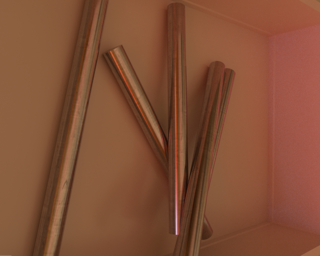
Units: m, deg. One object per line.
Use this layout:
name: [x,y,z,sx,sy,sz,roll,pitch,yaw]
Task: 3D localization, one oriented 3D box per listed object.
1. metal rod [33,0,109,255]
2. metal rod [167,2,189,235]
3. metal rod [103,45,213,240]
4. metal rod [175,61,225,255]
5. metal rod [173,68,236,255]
metal rod: [-0.093,-0.002,0.329,0.025,0.025,0.298,15,80,-39]
metal rod: [0.023,-0.019,0.402,0.025,0.025,0.298,8,77,-40]
metal rod: [0.006,0.033,0.414,0.025,0.025,0.299,-40,115,-33]
metal rod: [0.058,0.025,0.404,0.025,0.025,0.300,40,49,-33]
metal rod: [0.067,0.041,0.440,0.025,0.025,0.300,36,60,-35]
